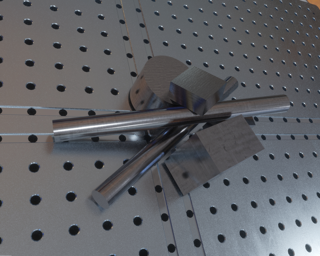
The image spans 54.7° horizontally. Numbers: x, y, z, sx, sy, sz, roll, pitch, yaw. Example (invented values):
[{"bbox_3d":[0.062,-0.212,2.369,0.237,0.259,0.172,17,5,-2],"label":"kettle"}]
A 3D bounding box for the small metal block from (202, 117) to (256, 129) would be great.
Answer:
[{"bbox_3d":[0.098,-0.003,0.442,0.050,0.050,0.025,-1,62,-27],"label":"small metal block"}]

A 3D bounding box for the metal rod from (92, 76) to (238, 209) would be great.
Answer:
[{"bbox_3d":[0.028,0.000,0.419,0.025,0.025,0.302,47,51,4],"label":"metal rod"}]

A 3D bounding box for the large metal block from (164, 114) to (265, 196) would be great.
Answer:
[{"bbox_3d":[0.065,0.033,0.382,0.081,0.080,0.050,-20,73,-36],"label":"large metal block"}]

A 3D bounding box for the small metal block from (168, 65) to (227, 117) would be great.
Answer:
[{"bbox_3d":[0.046,-0.047,0.383,0.050,0.025,0.050,31,48,21],"label":"small metal block"}]

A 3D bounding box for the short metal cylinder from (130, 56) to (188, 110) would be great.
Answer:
[{"bbox_3d":[0.006,-0.051,0.422,0.081,0.050,0.080,14,55,-21],"label":"short metal cylinder"}]

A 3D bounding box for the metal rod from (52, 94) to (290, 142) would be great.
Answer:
[{"bbox_3d":[0.027,-0.015,0.383,0.302,0.025,0.025,-7,65,-17],"label":"metal rod"}]
